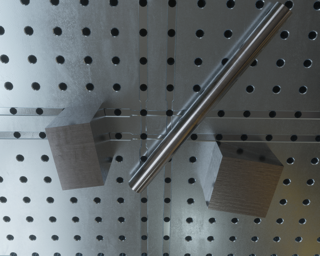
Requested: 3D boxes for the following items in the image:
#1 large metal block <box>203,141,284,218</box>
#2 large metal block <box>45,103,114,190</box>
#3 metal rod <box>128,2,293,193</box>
[{"bbox_3d":[0.111,0.070,0.427,0.081,0.050,0.079,10,110,-4],"label":"large metal block"},{"bbox_3d":[-0.096,0.020,0.391,0.050,0.080,0.079,-7,110,3],"label":"large metal block"},{"bbox_3d":[0.055,-0.028,0.403,0.025,0.025,0.299,35,106,-12],"label":"metal rod"}]
